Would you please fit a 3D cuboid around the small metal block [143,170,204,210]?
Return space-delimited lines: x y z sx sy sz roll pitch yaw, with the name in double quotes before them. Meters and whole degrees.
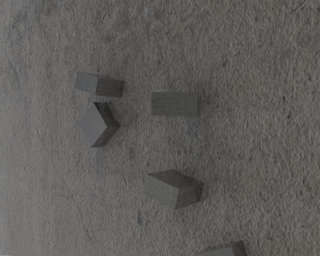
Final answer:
"small metal block" 0.016 0.073 0.375 0.050 0.050 0.025 18 101 38

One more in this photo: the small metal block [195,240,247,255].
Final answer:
"small metal block" 0.074 0.158 0.344 0.050 0.025 0.050 -30 71 36

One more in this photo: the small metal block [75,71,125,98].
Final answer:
"small metal block" -0.090 -0.065 0.463 0.050 0.050 0.025 21 104 38

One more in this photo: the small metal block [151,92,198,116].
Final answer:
"small metal block" 0.015 -0.027 0.363 0.050 0.050 0.025 0 91 -3

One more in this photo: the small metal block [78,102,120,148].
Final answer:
"small metal block" -0.096 -0.005 0.485 0.050 0.025 0.050 -48 62 29
